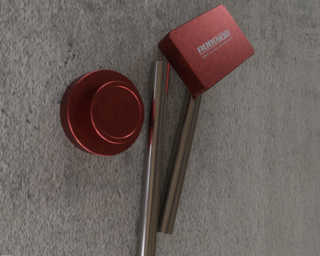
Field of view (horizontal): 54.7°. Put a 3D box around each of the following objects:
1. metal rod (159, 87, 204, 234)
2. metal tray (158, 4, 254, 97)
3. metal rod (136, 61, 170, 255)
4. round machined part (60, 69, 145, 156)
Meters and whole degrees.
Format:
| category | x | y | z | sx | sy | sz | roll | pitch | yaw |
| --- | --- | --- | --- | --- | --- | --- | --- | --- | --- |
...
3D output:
| category | x | y | z | sx | sy | sz | roll | pitch | yaw |
| --- | --- | --- | --- | --- | --- | --- | --- | --- | --- |
| metal rod | 0.040 | -0.004 | 0.440 | 0.025 | 0.025 | 0.299 | 23 | 75 | -38 |
| metal tray | 0.071 | -0.114 | 0.445 | 0.131 | 0.030 | 0.090 | -38 | 95 | -34 |
| metal rod | -0.010 | 0.064 | 0.397 | 0.025 | 0.025 | 0.298 | 7 | 85 | -40 |
| round machined part | -0.056 | -0.017 | 0.348 | 0.099 | 0.042 | 0.097 | 0 | 90 | -40 |
